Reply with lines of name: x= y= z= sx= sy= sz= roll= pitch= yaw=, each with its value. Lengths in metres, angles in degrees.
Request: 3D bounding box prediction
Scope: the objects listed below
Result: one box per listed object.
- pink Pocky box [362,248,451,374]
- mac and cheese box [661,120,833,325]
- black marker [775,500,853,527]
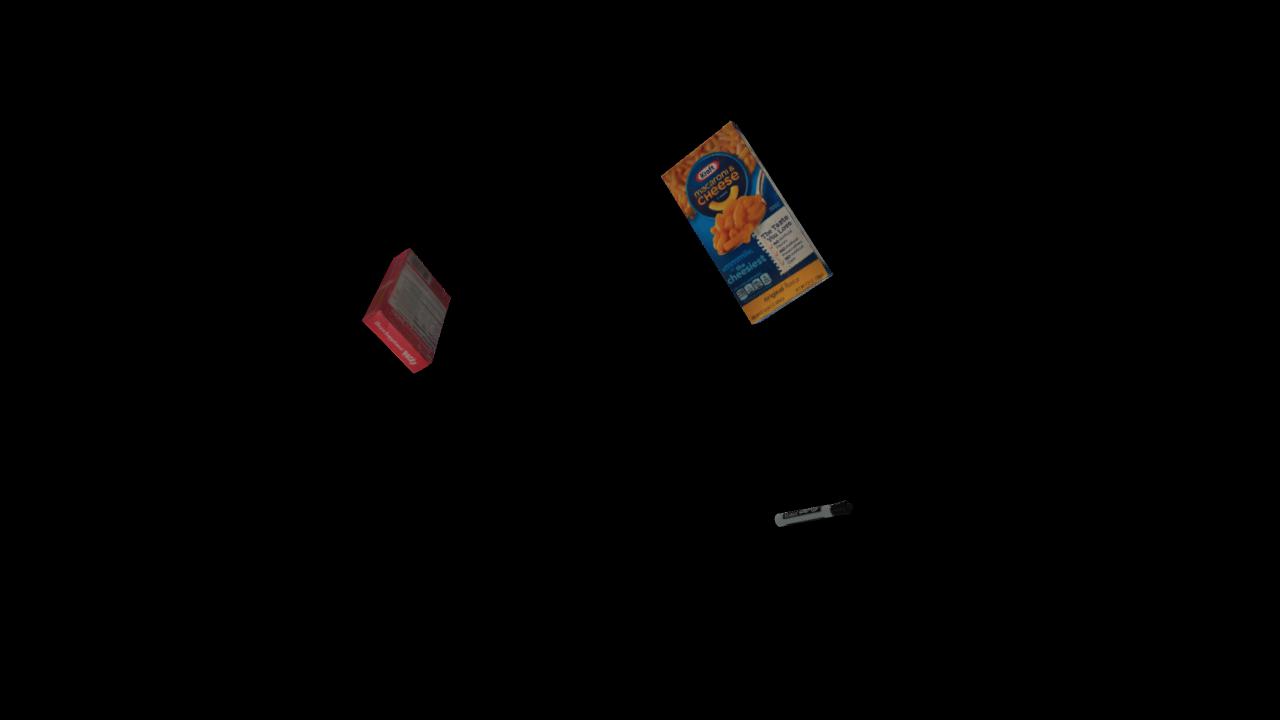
pink Pocky box: x=-0.269 y=-0.061 z=0.723 sx=0.029 sy=0.084 sz=0.155 roll=-26 pitch=35 yaw=11
mac and cheese box: x=0.108 y=-0.138 z=0.630 sx=0.093 sy=0.184 sz=0.041 roll=-34 pitch=-7 yaw=25
black marker: x=0.241 y=0.215 z=0.857 sx=0.020 sy=0.020 sz=0.121 roll=0 pitch=-19 yaw=-44
